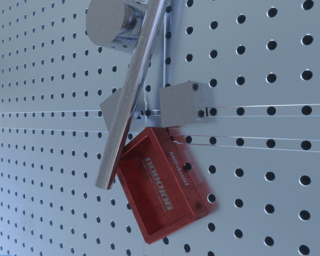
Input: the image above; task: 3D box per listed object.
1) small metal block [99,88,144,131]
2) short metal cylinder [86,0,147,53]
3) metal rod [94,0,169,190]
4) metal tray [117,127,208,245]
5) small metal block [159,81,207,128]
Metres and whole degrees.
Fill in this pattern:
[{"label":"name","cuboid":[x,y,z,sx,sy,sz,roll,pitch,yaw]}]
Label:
[{"label":"small metal block","cuboid":[-0.057,-0.024,0.454,0.050,0.025,0.050,-33,70,35]},{"label":"short metal cylinder","cuboid":[-0.060,-0.152,0.440,0.080,0.050,0.079,0,90,39]},{"label":"metal rod","cuboid":[-0.034,-0.063,0.410,0.025,0.025,0.298,21,95,38]},{"label":"metal tray","cuboid":[-0.006,0.074,0.408,0.090,0.030,0.130,-40,66,32]},{"label":"small metal block","cuboid":[0.028,-0.028,0.385,0.050,0.025,0.050,-8,85,39]}]
